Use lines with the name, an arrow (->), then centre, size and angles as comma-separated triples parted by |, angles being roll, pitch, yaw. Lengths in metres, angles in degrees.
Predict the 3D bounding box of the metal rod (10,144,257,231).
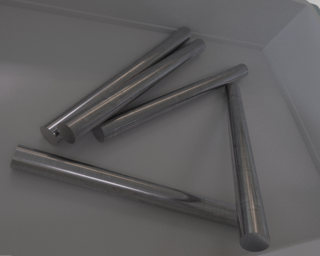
metal rod -> -0.009, 0.075, 0.354 | 0.302, 0.025, 0.025 | 19, 54, -17

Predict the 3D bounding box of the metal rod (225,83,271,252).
metal rod -> 0.099, 0.016, 0.384 | 0.025, 0.025, 0.301 | 29, 32, -10

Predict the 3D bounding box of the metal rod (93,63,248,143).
metal rod -> 0.036, -0.048, 0.453 | 0.302, 0.025, 0.025 | -26, 76, -37

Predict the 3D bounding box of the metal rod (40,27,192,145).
metal rod -> -0.039, -0.075, 0.430 | 0.025, 0.025, 0.301 | 43, 51, 1

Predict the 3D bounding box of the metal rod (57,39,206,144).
metal rod -> -0.015, -0.067, 0.422 | 0.025, 0.025, 0.302 | 45, 46, 3
